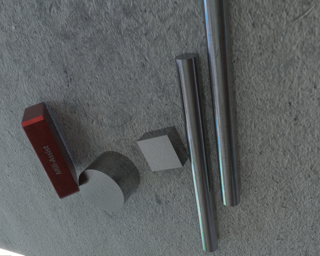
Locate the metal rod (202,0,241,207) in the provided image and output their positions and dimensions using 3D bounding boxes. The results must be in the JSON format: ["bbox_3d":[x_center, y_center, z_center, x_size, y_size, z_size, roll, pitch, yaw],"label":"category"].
[{"bbox_3d":[0.071,-0.034,0.348,0.025,0.025,0.298,4,120,26],"label":"metal rod"}]

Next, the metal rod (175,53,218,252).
[{"bbox_3d":[0.053,0.051,0.410,0.025,0.025,0.298,4,120,26],"label":"metal rod"}]

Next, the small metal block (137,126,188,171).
[{"bbox_3d":[0.004,0.029,0.422,0.050,0.025,0.050,-14,112,33],"label":"small metal block"}]

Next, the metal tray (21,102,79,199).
[{"bbox_3d":[-0.166,0.032,0.475,0.090,0.030,0.129,-138,27,-64],"label":"metal tray"}]

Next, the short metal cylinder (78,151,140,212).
[{"bbox_3d":[-0.078,0.083,0.483,0.080,0.050,0.079,13,124,21],"label":"short metal cylinder"}]
